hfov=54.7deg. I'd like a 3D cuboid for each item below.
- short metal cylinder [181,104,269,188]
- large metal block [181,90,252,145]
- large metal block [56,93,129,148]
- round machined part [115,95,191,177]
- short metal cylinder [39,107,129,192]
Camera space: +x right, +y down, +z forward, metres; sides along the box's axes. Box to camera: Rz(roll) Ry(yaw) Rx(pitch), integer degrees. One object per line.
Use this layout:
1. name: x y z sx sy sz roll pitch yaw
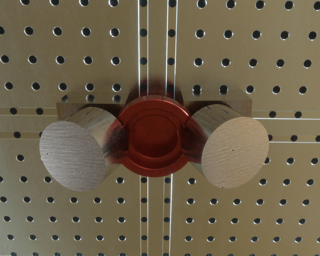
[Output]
1. short metal cylinder: 0.070 0.019 0.340 0.081 0.050 0.079 -7 111 -19
2. large metal block: 0.068 -0.004 0.399 0.080 0.050 0.079 -1 110 0
3. large metal block: -0.082 0.000 0.399 0.081 0.050 0.079 1 110 -1
4. round machined part: -0.007 0.007 0.375 0.099 0.042 0.097 0 110 0
5. short metal cylinder: -0.082 0.022 0.340 0.080 0.050 0.079 8 113 20
